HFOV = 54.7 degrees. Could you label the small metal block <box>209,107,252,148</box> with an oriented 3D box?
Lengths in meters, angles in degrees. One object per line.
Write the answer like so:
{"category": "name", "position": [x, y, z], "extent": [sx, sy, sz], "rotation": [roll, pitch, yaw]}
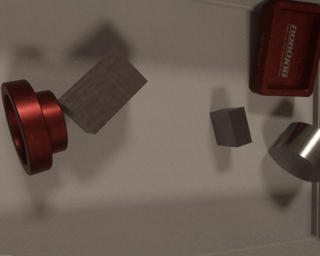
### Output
{"category": "small metal block", "position": [0.099, -0.002, 0.435], "extent": [0.025, 0.050, 0.050], "rotation": [-16, 96, -20]}

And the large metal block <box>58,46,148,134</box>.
{"category": "large metal block", "position": [-0.070, -0.040, 0.356], "extent": [0.050, 0.080, 0.080], "rotation": [46, 76, -15]}

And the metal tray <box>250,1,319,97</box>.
{"category": "metal tray", "position": [0.189, -0.113, 0.456], "extent": [0.091, 0.030, 0.129], "rotation": [0, 106, -15]}

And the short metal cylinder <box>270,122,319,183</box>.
{"category": "short metal cylinder", "position": [0.215, 0.036, 0.463], "extent": [0.080, 0.080, 0.050], "rotation": [45, 76, -15]}

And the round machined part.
{"category": "round machined part", "position": [-0.130, -0.003, 0.325], "extent": [0.042, 0.098, 0.097], "rotation": [-17, 96, -31]}
